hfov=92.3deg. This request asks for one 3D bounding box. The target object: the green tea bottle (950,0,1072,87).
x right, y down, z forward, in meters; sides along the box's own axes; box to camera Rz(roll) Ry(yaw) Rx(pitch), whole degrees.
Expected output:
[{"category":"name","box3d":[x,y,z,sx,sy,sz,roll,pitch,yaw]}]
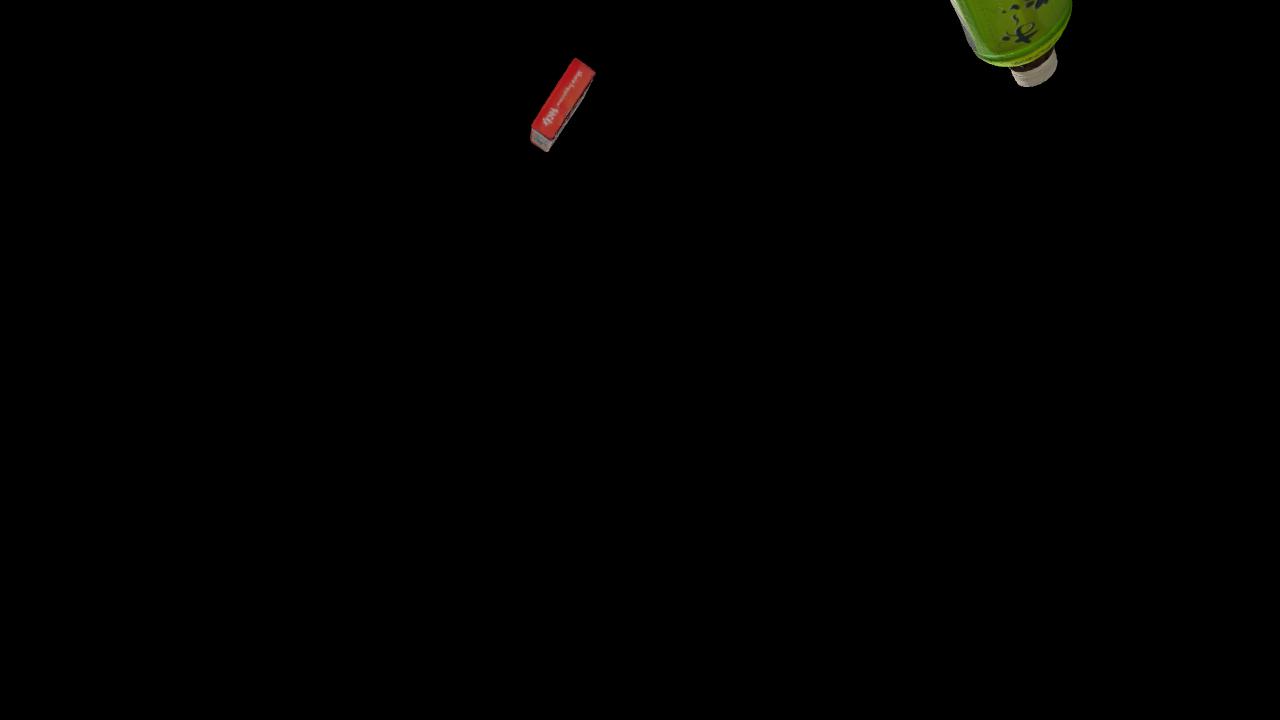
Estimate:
[{"category":"green tea bottle","box3d":[0.256,-0.269,0.434,0.073,0.073,0.212,0,-15,42]}]

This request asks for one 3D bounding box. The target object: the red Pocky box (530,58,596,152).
[{"category":"red Pocky box","box3d":[-0.089,-0.277,0.681,0.028,0.083,0.155,35,5,-16]}]
